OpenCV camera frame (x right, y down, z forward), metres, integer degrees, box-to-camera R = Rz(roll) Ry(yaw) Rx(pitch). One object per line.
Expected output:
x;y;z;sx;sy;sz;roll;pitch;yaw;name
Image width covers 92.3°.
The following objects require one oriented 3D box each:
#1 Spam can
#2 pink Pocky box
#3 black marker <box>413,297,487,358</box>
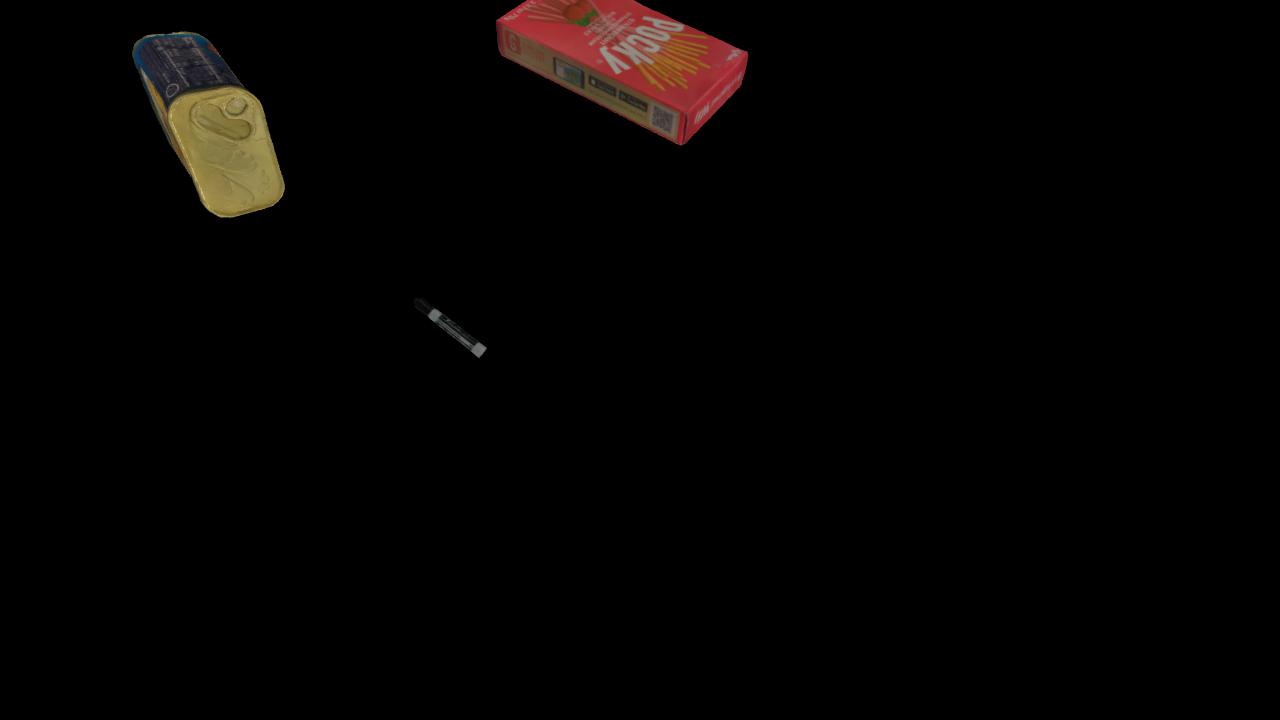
-0.318;-0.173;0.455;0.058;0.085;0.101;-29;-26;-32;Spam can
-0.012;-0.211;0.424;0.155;0.084;0.029;32;-28;13;pink Pocky box
-0.274;-0.048;0.884;0.121;0.020;0.020;39;-7;-9;black marker
